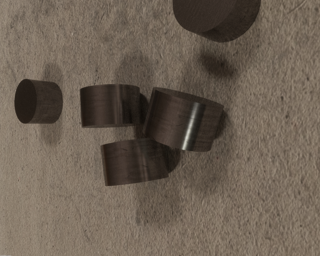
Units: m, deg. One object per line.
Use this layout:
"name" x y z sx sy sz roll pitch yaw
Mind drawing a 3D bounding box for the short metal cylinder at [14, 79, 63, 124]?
"short metal cylinder" -0.224 -0.048 0.570 0.080 0.050 0.079 0 90 39

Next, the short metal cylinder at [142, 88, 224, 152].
"short metal cylinder" 0.025 -0.011 0.347 0.080 0.081 0.050 24 105 37

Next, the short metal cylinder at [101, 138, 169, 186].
"short metal cylinder" -0.032 0.043 0.394 0.080 0.081 0.050 -13 82 39

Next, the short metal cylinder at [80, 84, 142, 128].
"short metal cylinder" -0.067 -0.028 0.422 0.080 0.081 0.050 -5 87 39

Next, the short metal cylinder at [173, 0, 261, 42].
"short metal cylinder" 0.061 -0.139 0.337 0.080 0.050 0.079 0 90 39
